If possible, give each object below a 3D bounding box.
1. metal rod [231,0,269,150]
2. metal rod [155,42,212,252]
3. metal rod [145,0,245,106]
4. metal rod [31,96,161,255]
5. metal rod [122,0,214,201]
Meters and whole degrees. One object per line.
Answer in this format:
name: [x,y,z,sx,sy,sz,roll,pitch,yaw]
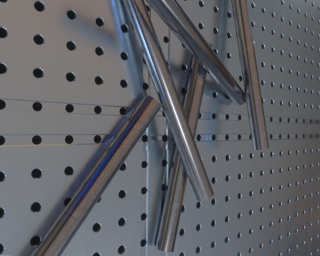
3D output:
metal rod: [0.144,-0.114,0.507,0.025,0.025,0.298,-4,85,-40]
metal rod: [0.036,0.019,0.441,0.025,0.025,0.299,19,78,-39]
metal rod: [0.056,-0.101,0.411,0.301,0.025,0.025,33,69,-51]
metal rod: [-0.084,0.081,0.340,0.025,0.025,0.300,48,61,-30]
metal rod: [0.009,-0.045,0.398,0.025,0.025,0.298,-28,102,-37]
